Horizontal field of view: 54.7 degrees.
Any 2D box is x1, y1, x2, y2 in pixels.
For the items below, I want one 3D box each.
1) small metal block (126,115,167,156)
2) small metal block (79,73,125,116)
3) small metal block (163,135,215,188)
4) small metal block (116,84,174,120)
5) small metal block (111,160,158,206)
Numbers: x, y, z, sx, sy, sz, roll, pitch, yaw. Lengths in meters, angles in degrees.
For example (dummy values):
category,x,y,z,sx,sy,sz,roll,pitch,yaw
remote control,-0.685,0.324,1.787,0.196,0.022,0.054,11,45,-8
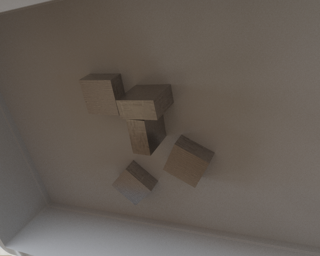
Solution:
category,x,y,z,sx,sy,sz,roll,pitch,yaw
small metal block,-0.016,0.000,0.400,0.025,0.050,0.050,5,121,25
small metal block,-0.075,-0.046,0.418,0.050,0.025,0.050,4,121,25
small metal block,0.038,0.045,0.415,0.050,0.025,0.050,29,128,9
small metal block,-0.017,-0.033,0.380,0.050,0.050,0.025,3,120,26
small metal block,-0.040,0.086,0.481,0.050,0.025,0.050,41,129,0
